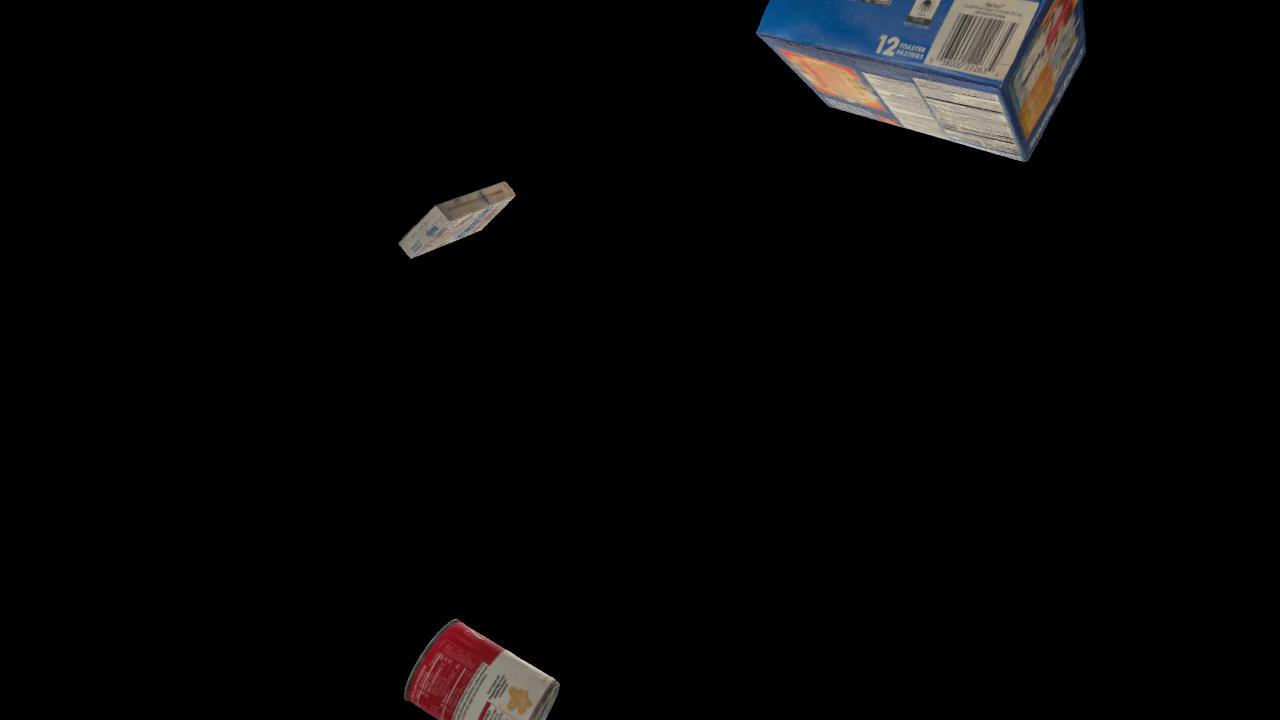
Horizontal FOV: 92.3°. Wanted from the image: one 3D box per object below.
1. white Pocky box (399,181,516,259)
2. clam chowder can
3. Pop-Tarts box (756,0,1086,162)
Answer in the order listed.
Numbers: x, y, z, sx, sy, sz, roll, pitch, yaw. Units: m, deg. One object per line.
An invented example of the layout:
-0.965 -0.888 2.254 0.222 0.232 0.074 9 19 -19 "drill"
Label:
-0.226 -0.179 0.774 0.084 0.028 0.154 -33 10 31 "white Pocky box"
-0.123 0.263 0.488 0.102 0.068 0.068 25 6 13 "clam chowder can"
0.190 -0.215 0.415 0.167 0.083 0.141 35 18 33 "Pop-Tarts box"
